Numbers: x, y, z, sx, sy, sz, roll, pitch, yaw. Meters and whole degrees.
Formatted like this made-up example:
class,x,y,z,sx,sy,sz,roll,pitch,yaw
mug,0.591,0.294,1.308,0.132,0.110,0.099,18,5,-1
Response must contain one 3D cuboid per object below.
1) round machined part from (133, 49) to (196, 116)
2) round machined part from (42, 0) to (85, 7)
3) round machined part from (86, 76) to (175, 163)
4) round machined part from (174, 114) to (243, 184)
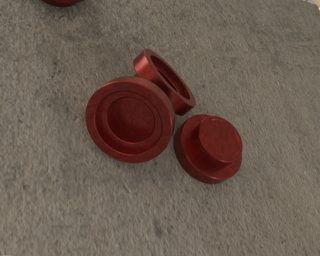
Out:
class,x,y,z,sx,sy,sz,roll,pitch,yaw
round machined part,-0.001,-0.054,0.409,0.098,0.042,0.098,42,21,-20
round machined part,-0.147,-0.214,0.445,0.099,0.042,0.098,14,56,-21
round machined part,-0.031,-0.012,0.356,0.098,0.098,0.042,36,26,-5
round machined part,0.072,0.023,0.420,0.099,0.042,0.098,14,56,-21
